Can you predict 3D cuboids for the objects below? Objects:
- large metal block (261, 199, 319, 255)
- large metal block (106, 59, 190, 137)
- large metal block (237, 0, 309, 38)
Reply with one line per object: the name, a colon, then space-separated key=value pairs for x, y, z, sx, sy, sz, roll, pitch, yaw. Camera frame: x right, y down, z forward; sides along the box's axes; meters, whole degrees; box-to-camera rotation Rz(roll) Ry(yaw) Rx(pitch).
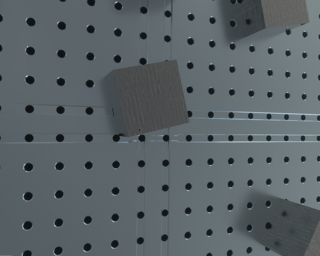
large metal block: x=0.212 y=0.162 z=0.464 sx=0.050 sy=0.080 sz=0.080 roll=33 pitch=79 yaw=-17
large metal block: x=-0.017 y=-0.037 z=0.394 sx=0.081 sy=0.050 sz=0.080 roll=-14 pitch=95 yaw=-20
large metal block: x=0.167 y=-0.186 z=0.462 sx=0.081 sy=0.050 sz=0.080 roll=-13 pitch=95 yaw=-20
